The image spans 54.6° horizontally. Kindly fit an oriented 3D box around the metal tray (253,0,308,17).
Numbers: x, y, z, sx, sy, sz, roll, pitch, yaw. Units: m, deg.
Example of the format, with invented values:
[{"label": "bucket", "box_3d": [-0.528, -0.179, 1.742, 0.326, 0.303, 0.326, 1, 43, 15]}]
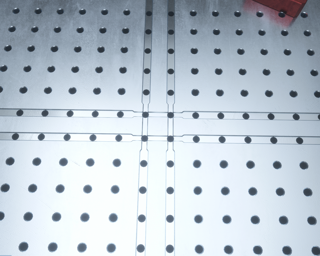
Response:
[{"label": "metal tray", "box_3d": [0.208, -0.251, 0.501, 0.090, 0.030, 0.130, 28, 72, 9]}]
